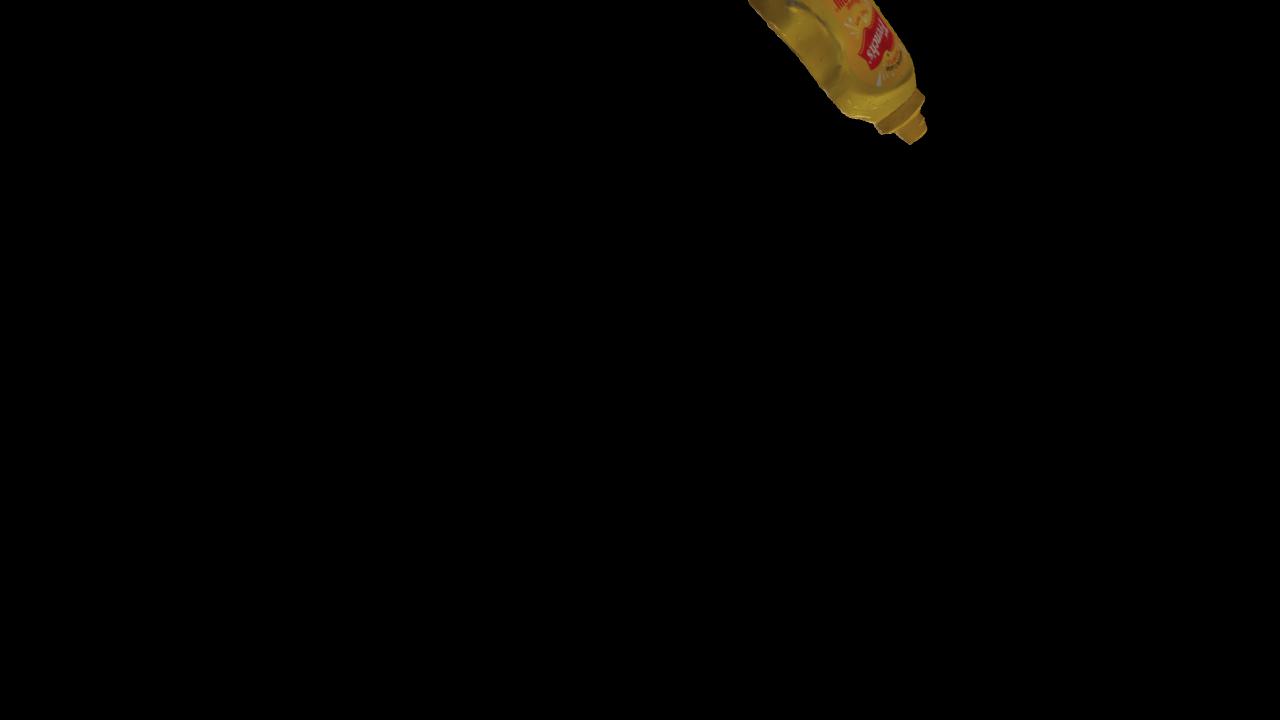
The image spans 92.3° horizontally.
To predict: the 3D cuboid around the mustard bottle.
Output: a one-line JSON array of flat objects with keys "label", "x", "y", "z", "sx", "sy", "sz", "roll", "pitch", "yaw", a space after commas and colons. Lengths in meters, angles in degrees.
[{"label": "mustard bottle", "x": 0.173, "y": -0.250, "z": 0.500, "sx": 0.092, "sy": 0.184, "sz": 0.054, "roll": -53, "pitch": 15, "yaw": -32}]
